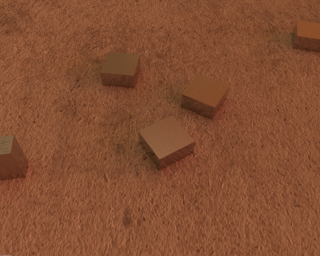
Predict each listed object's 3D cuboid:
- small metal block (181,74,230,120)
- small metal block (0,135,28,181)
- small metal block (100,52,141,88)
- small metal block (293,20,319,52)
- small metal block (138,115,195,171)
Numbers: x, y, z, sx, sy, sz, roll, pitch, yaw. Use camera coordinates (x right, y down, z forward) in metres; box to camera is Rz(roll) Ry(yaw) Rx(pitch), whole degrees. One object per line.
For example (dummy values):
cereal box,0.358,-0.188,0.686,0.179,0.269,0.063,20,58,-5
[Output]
small metal block,0.064,-0.045,0.442,0.050,0.025,0.050,25,54,19
small metal block,-0.186,0.036,0.355,0.050,0.050,0.025,-7,51,-6
small metal block,-0.060,-0.090,0.478,0.050,0.025,0.050,6,50,5
small metal block,0.261,-0.159,0.539,0.050,0.025,0.050,12,51,9
small metal block,0.008,0.018,0.388,0.050,0.025,0.050,-25,55,-20
